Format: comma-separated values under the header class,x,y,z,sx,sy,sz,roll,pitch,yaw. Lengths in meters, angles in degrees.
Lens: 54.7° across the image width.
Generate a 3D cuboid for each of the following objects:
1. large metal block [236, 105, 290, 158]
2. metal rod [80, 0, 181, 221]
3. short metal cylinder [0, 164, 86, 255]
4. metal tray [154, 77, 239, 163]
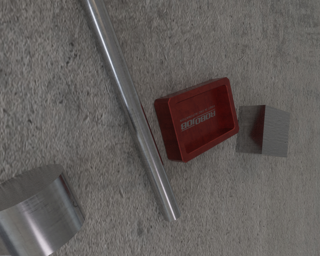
class,x,y,z,sx,sy,sz,roll,pitch,yaw
large metal block,0.180,0.007,0.540,0.081,0.050,0.080,10,84,-40
metal rod,-0.031,-0.017,0.378,0.025,0.025,0.298,-31,110,-36
short metal cylinder,-0.114,0.074,0.274,0.081,0.080,0.050,-32,110,-36
metal tray,0.058,-0.015,0.450,0.131,0.030,0.089,-24,105,-37
